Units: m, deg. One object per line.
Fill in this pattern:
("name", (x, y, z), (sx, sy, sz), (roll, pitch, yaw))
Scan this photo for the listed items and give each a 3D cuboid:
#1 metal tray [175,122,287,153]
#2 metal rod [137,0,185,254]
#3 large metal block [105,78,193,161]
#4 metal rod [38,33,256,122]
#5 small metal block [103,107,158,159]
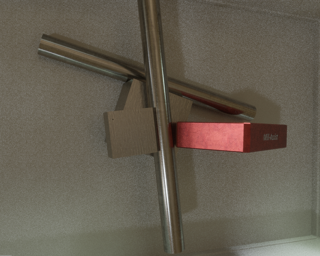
("metal tray", (0.091, 0.009, 0.381), (0.131, 0.090, 0.030), (1, 91, -52))
("metal rod", (0.001, -0.006, 0.357), (0.025, 0.025, 0.298), (-7, 93, -20))
("large metal block", (-0.015, -0.008, 0.391), (0.081, 0.050, 0.080), (19, 84, -20))
("metal rod", (-0.001, -0.060, 0.410), (0.302, 0.025, 0.025), (15, 85, -20))
("small metal block", (-0.033, 0.005, 0.344), (0.050, 0.025, 0.050), (-7, 92, -21))
